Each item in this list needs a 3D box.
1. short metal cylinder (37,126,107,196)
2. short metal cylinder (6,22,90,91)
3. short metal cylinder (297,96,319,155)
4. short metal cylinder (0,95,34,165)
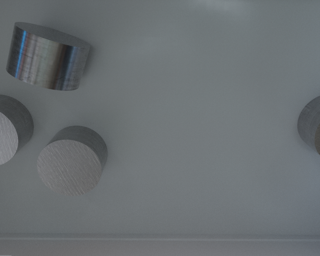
[{"bbox_3d":[-0.114,0.043,0.412,0.081,0.050,0.079,0,110,-1],"label":"short metal cylinder"},{"bbox_3d":[-0.125,-0.081,0.350,0.080,0.080,0.050,18,109,-7],"label":"short metal cylinder"},{"bbox_3d":[0.229,0.000,0.401,0.081,0.050,0.079,0,110,-1],"label":"short metal cylinder"},{"bbox_3d":[-0.212,0.002,0.396,0.081,0.050,0.079,0,110,-1],"label":"short metal cylinder"}]
